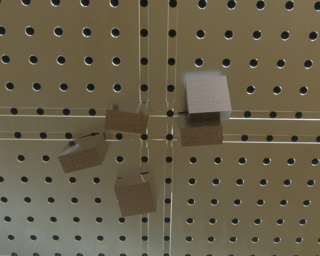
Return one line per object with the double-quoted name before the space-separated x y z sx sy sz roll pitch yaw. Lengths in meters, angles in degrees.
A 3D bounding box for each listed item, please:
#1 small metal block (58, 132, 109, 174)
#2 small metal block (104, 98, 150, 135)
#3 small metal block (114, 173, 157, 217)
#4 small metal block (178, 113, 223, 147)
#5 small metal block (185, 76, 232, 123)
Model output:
"small metal block" -0.100 0.032 0.411 0.050 0.050 0.025 -14 110 5
"small metal block" -0.040 -0.016 0.394 0.050 0.050 0.025 8 110 -3
"small metal block" -0.034 0.097 0.449 0.050 0.025 0.050 -11 110 4
"small metal block" 0.051 0.000 0.400 0.050 0.050 0.025 -4 113 1
"small metal block" 0.059 -0.036 0.385 0.050 0.050 0.025 -4 154 1
